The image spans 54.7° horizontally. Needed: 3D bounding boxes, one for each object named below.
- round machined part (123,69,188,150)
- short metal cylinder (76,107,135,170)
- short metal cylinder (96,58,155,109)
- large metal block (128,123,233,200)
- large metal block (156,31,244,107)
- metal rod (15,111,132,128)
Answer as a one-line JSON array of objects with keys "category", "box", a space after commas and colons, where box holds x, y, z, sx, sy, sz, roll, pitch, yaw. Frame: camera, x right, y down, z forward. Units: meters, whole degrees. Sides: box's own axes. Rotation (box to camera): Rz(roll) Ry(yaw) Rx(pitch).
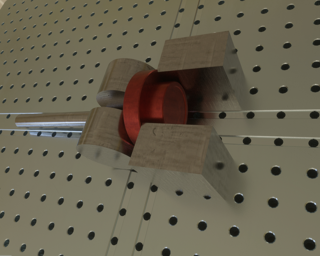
[{"category": "round machined part", "box": [0.001, -0.021, 0.373, 0.042, 0.098, 0.098, 1, 62, 29]}, {"category": "short metal cylinder", "box": [-0.059, 0.015, 0.394, 0.080, 0.080, 0.050, 1, 63, 29]}, {"category": "short metal cylinder", "box": [-0.041, -0.051, 0.426, 0.080, 0.080, 0.050, 1, 63, 28]}, {"category": "large metal block", "box": [0.026, 0.037, 0.338, 0.080, 0.080, 0.050, 3, 63, 29]}, {"category": "large metal block", "box": [0.054, -0.069, 0.388, 0.080, 0.080, 0.050, 0, 62, 28]}, {"category": "metal rod", "box": [-0.115, -0.012, 0.462, 0.300, 0.025, 0.025, 0, 62, 32]}]
